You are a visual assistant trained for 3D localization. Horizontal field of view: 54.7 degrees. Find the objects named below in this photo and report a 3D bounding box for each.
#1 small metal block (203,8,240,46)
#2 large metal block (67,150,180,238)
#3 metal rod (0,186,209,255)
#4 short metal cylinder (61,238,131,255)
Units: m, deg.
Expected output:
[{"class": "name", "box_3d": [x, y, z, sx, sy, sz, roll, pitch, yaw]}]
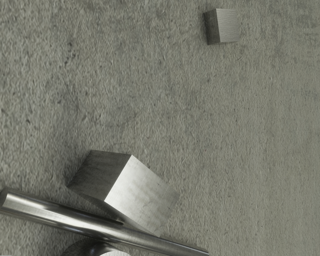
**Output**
[{"class": "small metal block", "box_3d": [0.098, -0.159, 0.489, 0.050, 0.025, 0.050, -16, 100, -39]}, {"class": "large metal block", "box_3d": [-0.040, 0.069, 0.337, 0.080, 0.080, 0.050, 44, 63, -32]}, {"class": "metal rod", "box_3d": [-0.041, 0.128, 0.371, 0.301, 0.025, 0.025, 31, 71, -36]}, {"class": "short metal cylinder", "box_3d": [-0.069, 0.165, 0.333, 0.081, 0.050, 0.079, 0, 90, -40]}]
